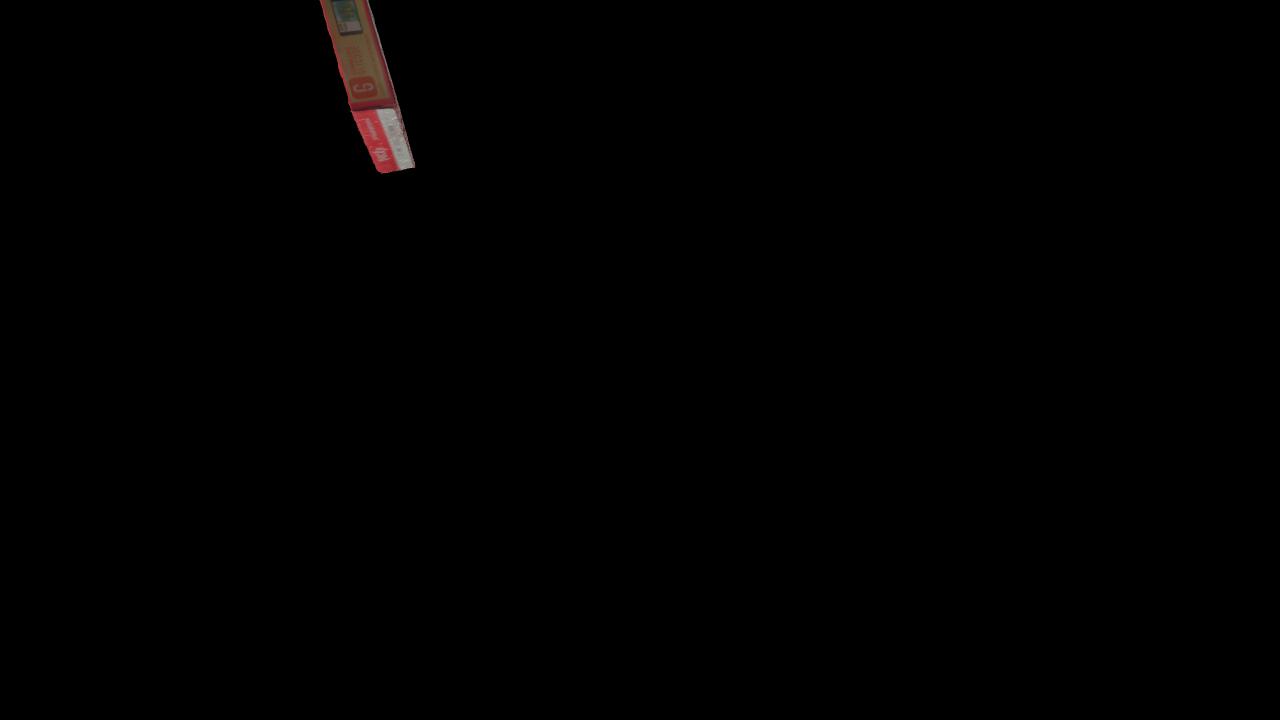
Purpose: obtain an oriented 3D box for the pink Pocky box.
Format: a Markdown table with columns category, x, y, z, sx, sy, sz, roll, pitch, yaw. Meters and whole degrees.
| category | x | y | z | sx | sy | sz | roll | pitch | yaw |
| --- | --- | --- | --- | --- | --- | --- | --- | --- | --- |
| pink Pocky box | -0.189 | -0.214 | 0.410 | 0.029 | 0.155 | 0.084 | -16 | -5 | -15 |
